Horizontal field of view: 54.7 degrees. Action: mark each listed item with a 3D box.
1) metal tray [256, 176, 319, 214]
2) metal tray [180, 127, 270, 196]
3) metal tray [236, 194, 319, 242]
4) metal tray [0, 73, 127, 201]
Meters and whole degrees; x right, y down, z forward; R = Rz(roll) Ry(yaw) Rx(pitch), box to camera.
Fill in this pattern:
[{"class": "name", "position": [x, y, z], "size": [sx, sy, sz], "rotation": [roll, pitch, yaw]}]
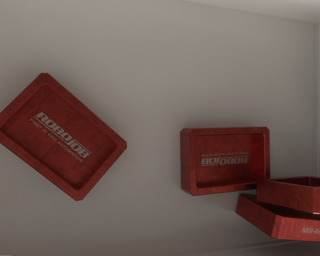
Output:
[{"class": "metal tray", "position": [0.210, 0.089, 0.431], "size": [0.131, 0.090, 0.030], "rotation": [4, 87, -34]}, {"class": "metal tray", "position": [0.095, 0.044, 0.444], "size": [0.131, 0.030, 0.089], "rotation": [-1, 91, -21]}, {"class": "metal tray", "position": [0.189, 0.129, 0.446], "size": [0.131, 0.090, 0.030], "rotation": [11, 93, -20]}, {"class": "metal tray", "position": [-0.116, 0.011, 0.365], "size": [0.130, 0.030, 0.090], "rotation": [43, 76, -15]}]
